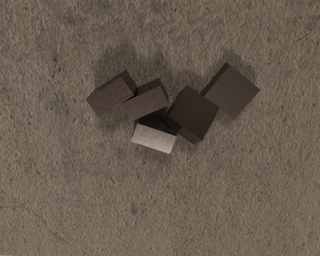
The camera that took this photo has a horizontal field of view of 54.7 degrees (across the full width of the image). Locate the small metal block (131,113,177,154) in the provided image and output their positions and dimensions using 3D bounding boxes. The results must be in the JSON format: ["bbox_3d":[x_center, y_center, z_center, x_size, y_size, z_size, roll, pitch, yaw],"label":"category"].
[{"bbox_3d":[-0.007,0.004,0.398,0.050,0.050,0.025,19,110,-7],"label":"small metal block"}]

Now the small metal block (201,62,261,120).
[{"bbox_3d":[0.089,-0.047,0.394,0.050,0.025,0.050,36,106,-13],"label":"small metal block"}]

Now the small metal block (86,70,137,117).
[{"bbox_3d":[-0.058,-0.044,0.380,0.050,0.050,0.025,-30,107,10],"label":"small metal block"}]

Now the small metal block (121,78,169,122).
[{"bbox_3d":[-0.018,-0.036,0.383,0.050,0.050,0.025,-23,109,8],"label":"small metal block"}]

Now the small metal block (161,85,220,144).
[{"bbox_3d":[0.038,-0.016,0.384,0.050,0.025,0.050,35,67,-8],"label":"small metal block"}]
